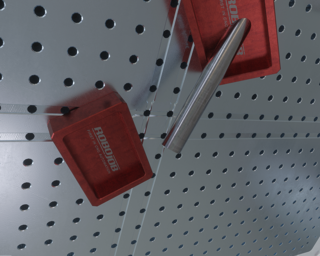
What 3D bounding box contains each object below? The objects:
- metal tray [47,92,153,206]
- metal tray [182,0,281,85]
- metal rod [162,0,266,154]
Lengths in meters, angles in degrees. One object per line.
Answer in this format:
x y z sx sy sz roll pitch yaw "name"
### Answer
-0.069 0.030 0.389 0.091 0.030 0.129 -26 128 -12 "metal tray"
0.083 -0.115 0.354 0.090 0.030 0.130 -10 130 17 "metal tray"
0.086 -0.105 0.361 0.025 0.025 0.299 27 94 -37 "metal rod"
